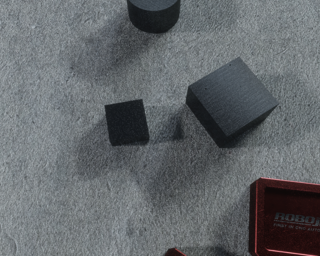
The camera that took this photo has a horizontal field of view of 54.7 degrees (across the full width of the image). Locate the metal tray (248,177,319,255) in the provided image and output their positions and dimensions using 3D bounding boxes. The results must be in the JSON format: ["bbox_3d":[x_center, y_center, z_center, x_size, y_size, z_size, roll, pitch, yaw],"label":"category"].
[{"bbox_3d":[0.175,0.112,0.365,0.131,0.030,0.090,7,70,2],"label":"metal tray"}]

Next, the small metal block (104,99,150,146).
[{"bbox_3d":[-0.043,-0.007,0.410,0.050,0.025,0.050,-10,70,-4],"label":"small metal block"}]

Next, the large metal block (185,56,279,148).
[{"bbox_3d":[0.091,-0.033,0.408,0.080,0.050,0.080,-31,73,-11],"label":"large metal block"}]

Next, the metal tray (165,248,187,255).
[{"bbox_3d":[0.016,0.209,0.329,0.090,0.030,0.130,31,73,10],"label":"metal tray"}]

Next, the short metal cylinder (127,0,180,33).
[{"bbox_3d":[-0.009,-0.191,0.465,0.081,0.050,0.080,0,70,0],"label":"short metal cylinder"}]
